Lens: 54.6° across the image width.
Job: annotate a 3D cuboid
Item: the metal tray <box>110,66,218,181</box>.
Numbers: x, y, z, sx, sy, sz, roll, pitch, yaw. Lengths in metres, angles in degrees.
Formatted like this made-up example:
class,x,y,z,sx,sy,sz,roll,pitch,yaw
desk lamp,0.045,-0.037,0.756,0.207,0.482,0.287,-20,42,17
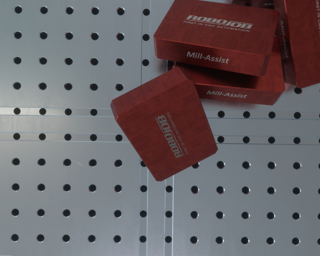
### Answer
class,x,y,z,sx,sy,sz,roll,pitch,yaw
metal tray,0.010,0.001,0.371,0.090,0.030,0.130,-28,133,0

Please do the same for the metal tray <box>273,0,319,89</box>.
class,x,y,z,sx,sy,sz,roll,pitch,yaw
metal tray,0.200,-0.125,0.391,0.090,0.030,0.129,-18,110,0

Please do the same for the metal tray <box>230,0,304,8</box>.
class,x,y,z,sx,sy,sz,roll,pitch,yaw
metal tray,0.160,-0.209,0.411,0.131,0.030,0.090,-1,90,0

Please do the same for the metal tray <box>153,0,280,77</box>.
class,x,y,z,sx,sy,sz,roll,pitch,yaw
metal tray,0.068,-0.113,0.372,0.130,0.030,0.090,14,54,15

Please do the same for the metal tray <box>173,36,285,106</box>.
class,x,y,z,sx,sy,sz,roll,pitch,yaw
metal tray,0.084,-0.080,0.392,0.131,0.030,0.090,6,62,0
